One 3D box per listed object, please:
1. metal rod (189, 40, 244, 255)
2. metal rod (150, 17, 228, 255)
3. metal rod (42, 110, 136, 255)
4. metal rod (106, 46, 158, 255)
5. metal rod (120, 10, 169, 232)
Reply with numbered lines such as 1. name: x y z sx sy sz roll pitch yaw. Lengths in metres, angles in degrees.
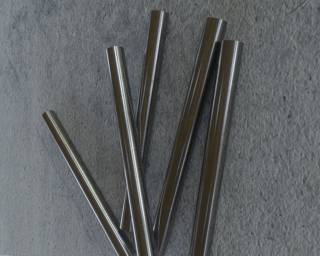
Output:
1. metal rod: 0.060 0.053 0.355 0.025 0.025 0.298 13 98 39
2. metal rod: 0.030 0.020 0.380 0.025 0.025 0.298 22 104 38
3. metal rod: -0.125 0.081 0.508 0.300 0.025 0.025 52 120 27
4. metal rod: -0.036 0.040 0.400 0.025 0.025 0.298 -16 80 39
5. metal rod: -0.023 -0.004 0.423 0.025 0.025 0.298 15 99 39
